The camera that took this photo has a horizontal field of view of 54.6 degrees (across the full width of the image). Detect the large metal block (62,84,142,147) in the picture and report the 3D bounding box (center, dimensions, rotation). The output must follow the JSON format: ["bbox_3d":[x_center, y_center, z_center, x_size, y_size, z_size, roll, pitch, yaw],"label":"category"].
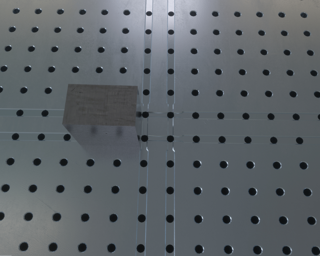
[{"bbox_3d":[-0.067,-0.013,0.387,0.080,0.080,0.050,2,70,1],"label":"large metal block"}]
